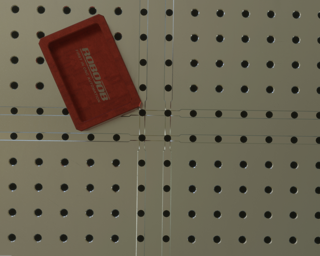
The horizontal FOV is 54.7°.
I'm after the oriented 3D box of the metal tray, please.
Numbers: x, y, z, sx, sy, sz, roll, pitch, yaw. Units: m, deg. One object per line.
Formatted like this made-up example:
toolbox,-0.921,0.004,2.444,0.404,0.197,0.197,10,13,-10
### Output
metal tray,-0.089,-0.071,0.409,0.090,0.030,0.129,-23,90,-1
